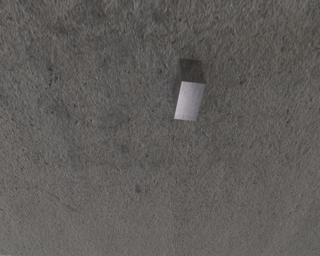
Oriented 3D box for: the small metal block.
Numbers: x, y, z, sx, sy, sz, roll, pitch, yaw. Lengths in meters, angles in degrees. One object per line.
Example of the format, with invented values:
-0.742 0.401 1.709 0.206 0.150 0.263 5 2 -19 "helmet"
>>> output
0.032 -0.044 0.353 0.025 0.050 0.050 6 130 -5 "small metal block"
